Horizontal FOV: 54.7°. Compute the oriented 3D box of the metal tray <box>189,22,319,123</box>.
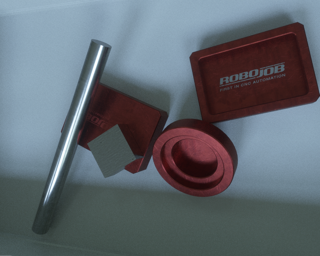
[{"bbox_3d":[0.109,-0.061,0.369,0.130,0.030,0.089,-12,86,19],"label":"metal tray"}]

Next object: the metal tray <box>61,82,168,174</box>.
[{"bbox_3d":[-0.065,-0.005,0.430,0.130,0.030,0.089,25,98,17],"label":"metal tray"}]

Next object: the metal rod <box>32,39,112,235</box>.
[{"bbox_3d":[-0.126,0.026,0.422,0.025,0.025,0.298,30,111,17],"label":"metal rod"}]

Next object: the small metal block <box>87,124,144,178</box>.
[{"bbox_3d":[-0.057,0.029,0.397,0.050,0.025,0.050,-32,80,17],"label":"small metal block"}]

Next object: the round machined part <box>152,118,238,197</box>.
[{"bbox_3d":[0.044,0.031,0.371,0.098,0.042,0.097,13,124,20],"label":"round machined part"}]
